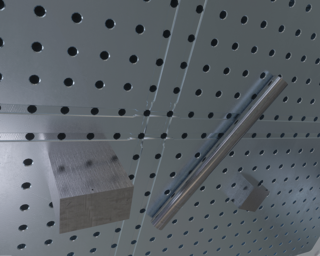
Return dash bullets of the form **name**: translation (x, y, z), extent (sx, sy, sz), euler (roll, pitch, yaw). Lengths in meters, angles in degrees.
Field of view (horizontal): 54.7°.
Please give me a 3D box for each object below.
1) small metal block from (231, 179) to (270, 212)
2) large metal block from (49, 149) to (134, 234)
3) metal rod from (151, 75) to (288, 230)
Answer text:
- **small metal block**: translation (0.171, 0.128, 0.584), extent (0.050, 0.025, 0.050), euler (20, 108, -36)
- **large metal block**: translation (-0.086, 0.071, 0.373), extent (0.081, 0.080, 0.050), euler (-5, 121, -26)
- **metal rod**: translation (0.088, 0.043, 0.486), extent (0.025, 0.025, 0.299), euler (33, 100, -39)
